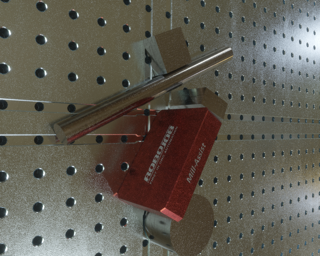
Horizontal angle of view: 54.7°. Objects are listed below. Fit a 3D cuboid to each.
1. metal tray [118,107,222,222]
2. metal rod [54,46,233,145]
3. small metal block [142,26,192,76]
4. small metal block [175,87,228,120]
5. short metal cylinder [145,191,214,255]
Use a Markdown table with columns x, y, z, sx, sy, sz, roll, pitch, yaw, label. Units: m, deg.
| x | y | z | sx | sy | sz | roll | pitch | yaw | label |
| --- | --- | --- | --- | --- | --- | --- | --- | --- | --- |
| 0.011 | 0.038 | 0.375 | 0.030 | 0.090 | 0.130 | 40 | 66 | -33 | metal tray |
| 0.002 | -0.056 | 0.410 | 0.302 | 0.025 | 0.025 | -31 | 110 | -36 | metal rod |
| 0.011 | -0.103 | 0.417 | 0.050 | 0.025 | 0.050 | -31 | 109 | -36 | small metal block |
| 0.059 | -0.033 | 0.442 | 0.050 | 0.050 | 0.025 | 29 | 72 | -36 | small metal block |
| 0.027 | 0.125 | 0.416 | 0.081 | 0.050 | 0.080 | 0 | 90 | -40 | short metal cylinder |
